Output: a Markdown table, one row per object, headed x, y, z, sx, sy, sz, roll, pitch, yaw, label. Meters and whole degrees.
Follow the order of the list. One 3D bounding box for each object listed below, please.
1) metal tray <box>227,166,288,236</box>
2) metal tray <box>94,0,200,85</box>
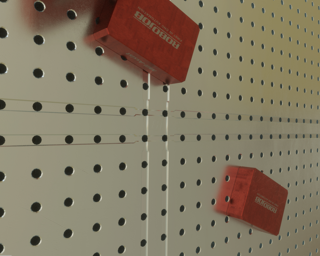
| x | y | z | sx | sy | sz | roll | pitch | yaw | label |
| --- | --- | --- | --- | --- | --- | --- | --- | --- | --- |
| 0.181 | 0.134 | 0.561 | 0.130 | 0.030 | 0.090 | 32 | 70 | -36 | metal tray |
| -0.011 | -0.124 | 0.399 | 0.131 | 0.030 | 0.090 | 26 | 73 | -37 | metal tray |
